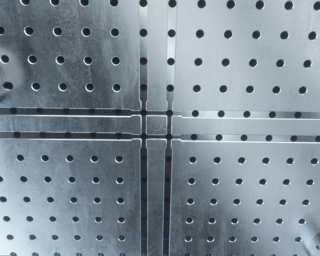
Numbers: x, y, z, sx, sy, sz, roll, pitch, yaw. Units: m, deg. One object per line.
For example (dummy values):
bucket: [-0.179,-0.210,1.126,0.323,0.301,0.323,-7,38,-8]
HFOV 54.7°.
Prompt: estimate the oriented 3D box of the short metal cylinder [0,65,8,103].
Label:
short metal cylinder: [-0.239,-0.053,0.378,0.081,0.050,0.079,0,110,0]

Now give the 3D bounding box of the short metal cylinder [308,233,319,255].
short metal cylinder: [0.279,0.202,0.477,0.081,0.050,0.079,0,110,0]
